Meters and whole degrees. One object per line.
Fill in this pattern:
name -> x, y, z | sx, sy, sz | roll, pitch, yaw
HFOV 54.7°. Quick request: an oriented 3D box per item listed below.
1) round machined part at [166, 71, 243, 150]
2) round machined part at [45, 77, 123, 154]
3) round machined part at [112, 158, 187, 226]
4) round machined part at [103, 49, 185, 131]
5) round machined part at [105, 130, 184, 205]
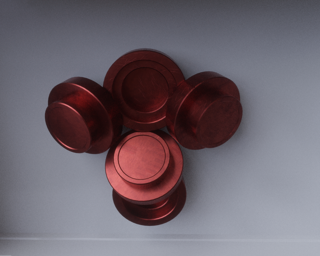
round machined part -> 0.059, -0.015, 0.371 | 0.099, 0.042, 0.097 | -17, 126, -25
round machined part -> -0.098, -0.009, 0.373 | 0.098, 0.042, 0.097 | 15, 126, 22
round machined part -> -0.014, 0.083, 0.430 | 0.099, 0.042, 0.097 | 0, 110, 0
round machined part -> -0.018, -0.048, 0.381 | 0.099, 0.042, 0.097 | 0, 110, 0
round machined part -> -0.020, 0.042, 0.385 | 0.099, 0.098, 0.042 | -6, 154, 2
